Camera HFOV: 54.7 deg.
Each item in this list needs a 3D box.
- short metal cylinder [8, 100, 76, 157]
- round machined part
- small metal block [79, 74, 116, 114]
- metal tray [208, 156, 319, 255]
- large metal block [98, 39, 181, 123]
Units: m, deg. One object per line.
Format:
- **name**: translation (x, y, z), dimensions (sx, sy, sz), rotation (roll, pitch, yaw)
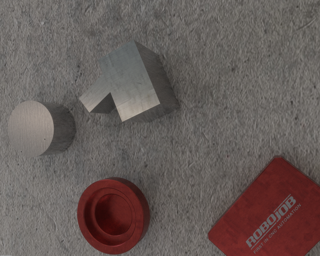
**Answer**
- **short metal cylinder**: translation (-0.173, 0.001, 0.457), dimensions (0.080, 0.050, 0.080), rotation (0, 90, 20)
- **round machined part**: translation (-0.059, 0.115, 0.421), dimensions (0.098, 0.042, 0.097), rotation (0, 90, 20)
- **small metal block**: translation (-0.072, -0.046, 0.421), dimensions (0.050, 0.050, 0.025), rotation (-42, 77, 15)
- **metal tray**: translation (0.131, 0.108, 0.360), dimensions (0.090, 0.030, 0.130), rotation (40, 102, 15)
- **large metal block**: translation (-0.023, -0.053, 0.388), dimensions (0.050, 0.080, 0.080), rotation (-25, 82, 18)
